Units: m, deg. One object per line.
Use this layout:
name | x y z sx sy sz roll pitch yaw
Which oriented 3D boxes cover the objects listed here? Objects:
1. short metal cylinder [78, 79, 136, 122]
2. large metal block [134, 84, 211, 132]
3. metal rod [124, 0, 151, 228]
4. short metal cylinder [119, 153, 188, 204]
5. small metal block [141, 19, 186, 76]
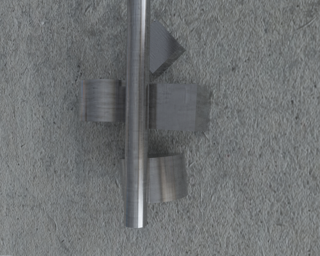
short metal cylinder | -0.064 -0.033 0.402 0.080 0.080 0.050 1 91 20
large metal block | 0.014 -0.024 0.375 0.080 0.080 0.050 4 91 20
metal rod | -0.024 -0.046 0.332 0.025 0.025 0.298 1 90 20
short metal cylinder | -0.008 0.059 0.382 0.080 0.080 0.050 -5 89 20
small metal block | -0.003 -0.105 0.410 0.050 0.025 0.050 -43 77 15
